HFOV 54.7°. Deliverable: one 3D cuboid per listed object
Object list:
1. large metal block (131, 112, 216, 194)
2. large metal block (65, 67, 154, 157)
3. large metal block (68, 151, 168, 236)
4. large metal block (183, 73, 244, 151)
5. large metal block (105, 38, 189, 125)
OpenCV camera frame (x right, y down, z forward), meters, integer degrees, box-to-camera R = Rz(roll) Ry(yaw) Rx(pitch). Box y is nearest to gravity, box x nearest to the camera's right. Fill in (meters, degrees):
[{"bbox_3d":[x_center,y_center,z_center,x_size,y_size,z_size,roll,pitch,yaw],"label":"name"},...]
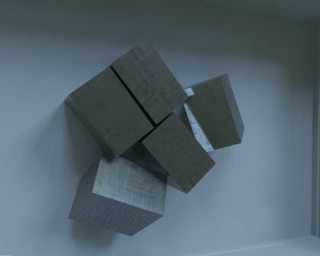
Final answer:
[{"bbox_3d":[0.009,0.028,0.384,0.050,0.080,0.080,-44,104,-15],"label":"large metal block"},{"bbox_3d":[-0.062,-0.017,0.358,0.050,0.080,0.080,-39,103,-16],"label":"large metal block"},{"bbox_3d":[-0.048,0.079,0.356,0.080,0.080,0.050,23,48,-19],"label":"large metal block"},{"bbox_3d":[0.071,-0.022,0.400,0.050,0.080,0.080,-17,98,21],"label":"large metal block"},{"bbox_3d":[-0.023,-0.051,0.372,0.050,0.080,0.080,-41,103,-16],"label":"large metal block"}]
